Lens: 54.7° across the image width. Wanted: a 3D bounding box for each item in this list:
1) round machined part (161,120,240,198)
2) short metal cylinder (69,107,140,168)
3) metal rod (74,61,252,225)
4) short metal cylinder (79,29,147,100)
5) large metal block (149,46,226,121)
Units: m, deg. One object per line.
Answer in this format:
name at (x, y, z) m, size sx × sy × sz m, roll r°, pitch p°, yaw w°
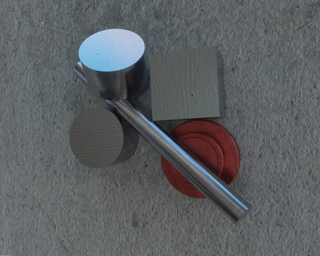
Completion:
round machined part at (0.047, 0.039, 0.384) m, size 0.098 × 0.042 × 0.097 m, roll 0°, pitch 90°, yaw 20°
short metal cylinder at (-0.075, 0.012, 0.424) m, size 0.080 × 0.050 × 0.080 m, roll 0°, pitch 90°, yaw 20°
metal rod at (-0.015, 0.000, 0.380) m, size 0.300 × 0.025 × 0.025 m, roll 41°, pitch 103°, yaw 28°
short metal cylinder at (-0.058, -0.082, 0.397) m, size 0.080 × 0.050 × 0.080 m, roll -1°, pitch 53°, yaw 2°
large metal block at (0.035, -0.050, 0.382) m, size 0.080 × 0.050 × 0.080 m, roll -3°, pitch 89°, yaw 20°
